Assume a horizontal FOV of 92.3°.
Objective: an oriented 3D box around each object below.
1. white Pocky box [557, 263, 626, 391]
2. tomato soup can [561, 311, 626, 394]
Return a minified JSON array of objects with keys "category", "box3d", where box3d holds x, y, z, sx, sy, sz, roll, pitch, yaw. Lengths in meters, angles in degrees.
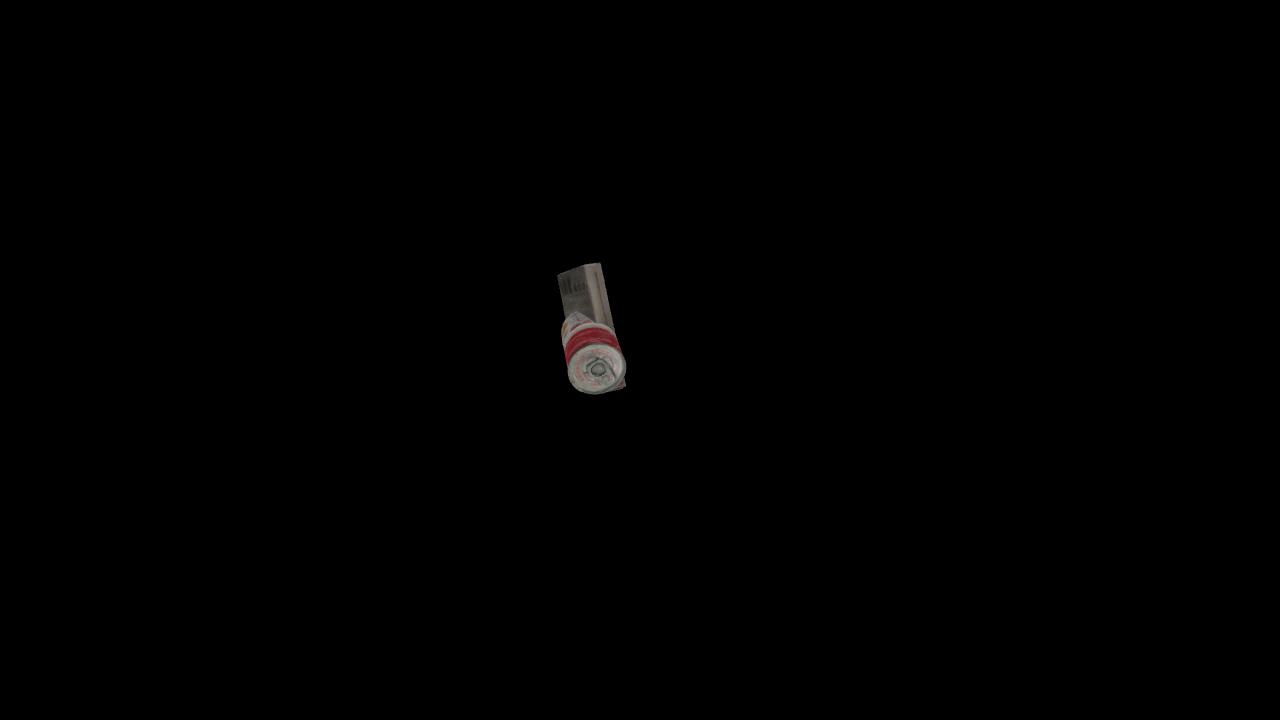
[{"category":"white Pocky box","box3d":[-0.062,-0.038,0.765,0.028,0.154,0.084,-14,6,-32]},{"category":"tomato soup can","box3d":[-0.058,-0.014,0.735,0.068,0.068,0.101,0,30,-13]}]
